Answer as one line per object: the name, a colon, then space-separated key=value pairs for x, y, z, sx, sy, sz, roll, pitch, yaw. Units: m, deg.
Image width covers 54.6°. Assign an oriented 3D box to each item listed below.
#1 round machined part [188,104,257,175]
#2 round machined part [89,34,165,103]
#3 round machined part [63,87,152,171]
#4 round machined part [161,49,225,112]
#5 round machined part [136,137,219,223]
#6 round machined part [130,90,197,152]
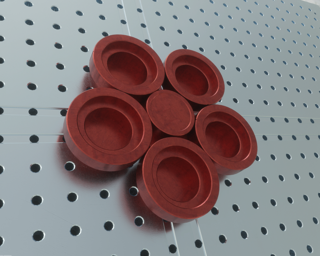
round machined part: x=0.081 y=0.019 z=0.428 sx=0.099 sy=0.042 sz=0.098 roll=13 pitch=56 yaw=-21
round machined part: x=-0.047 y=-0.074 z=0.417 sx=0.099 sy=0.042 sz=0.098 roll=13 pitch=56 yaw=-21
round machined part: x=-0.062 y=0.005 z=0.360 sx=0.099 sy=0.042 sz=0.098 roll=13 pitch=56 yaw=-21
round machined part: x=0.043 y=-0.065 z=0.459 sx=0.099 sy=0.042 sz=0.098 roll=13 pitch=56 yaw=-21
round machined part: x=0.017 y=0.063 z=0.367 sx=0.099 sy=0.042 sz=0.098 roll=13 pitch=56 yaw=-21
round machined part: x=0.006 y=-0.011 z=0.406 sx=0.099 sy=0.042 sz=0.098 roll=13 pitch=56 yaw=-21
